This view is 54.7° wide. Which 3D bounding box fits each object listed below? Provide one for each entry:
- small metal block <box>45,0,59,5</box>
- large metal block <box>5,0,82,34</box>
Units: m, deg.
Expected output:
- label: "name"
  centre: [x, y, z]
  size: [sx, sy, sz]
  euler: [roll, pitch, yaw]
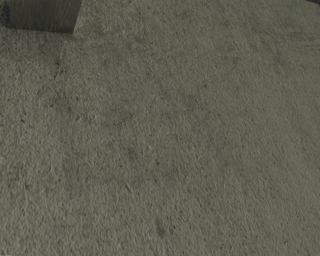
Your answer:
- label: "small metal block"
  centre: [-0.164, -0.212, 0.444]
  size: [0.050, 0.025, 0.050]
  euler: [18, 55, -18]
- label: "large metal block"
  centre: [-0.148, -0.170, 0.393]
  size: [0.081, 0.080, 0.050]
  euler: [-4, 64, -30]
